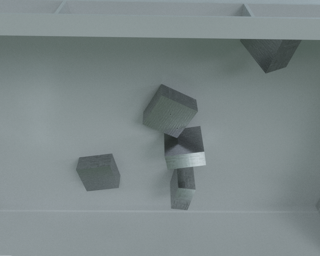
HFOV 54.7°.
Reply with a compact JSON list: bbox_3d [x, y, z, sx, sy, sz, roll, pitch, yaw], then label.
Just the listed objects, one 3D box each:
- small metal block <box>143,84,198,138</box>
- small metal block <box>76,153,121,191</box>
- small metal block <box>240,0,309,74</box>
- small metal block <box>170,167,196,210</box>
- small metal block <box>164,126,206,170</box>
[{"bbox_3d":[0.012,-0.020,0.392,0.050,0.025,0.050,22,127,-18],"label":"small metal block"},{"bbox_3d":[-0.091,0.067,0.465,0.050,0.025,0.050,-7,130,6],"label":"small metal block"},{"bbox_3d":[0.109,-0.091,0.304,0.025,0.050,0.050,-19,151,-15],"label":"small metal block"},{"bbox_3d":[0.033,0.087,0.467,0.025,0.050,0.050,8,130,-7],"label":"small metal block"},{"bbox_3d":[0.033,0.026,0.415,0.050,0.050,0.025,-8,130,6],"label":"small metal block"}]
